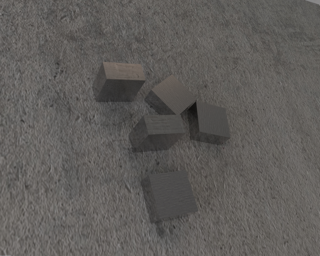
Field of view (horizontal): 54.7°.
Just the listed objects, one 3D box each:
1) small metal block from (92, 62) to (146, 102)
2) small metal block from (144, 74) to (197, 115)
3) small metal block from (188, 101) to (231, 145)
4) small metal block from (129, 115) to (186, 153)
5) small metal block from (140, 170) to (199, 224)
[{"bbox_3d":[-0.053,-0.057,0.394,0.050,0.050,0.025,-3,63,-30],"label":"small metal block"},{"bbox_3d":[0.015,-0.041,0.436,0.050,0.025,0.050,45,51,3],"label":"small metal block"},{"bbox_3d":[0.070,-0.006,0.445,0.050,0.025,0.050,12,57,-22],"label":"small metal block"},{"bbox_3d":[-0.004,0.007,0.381,0.050,0.050,0.025,-2,63,-29],"label":"small metal block"},{"bbox_3d":[0.010,0.080,0.361,0.050,0.025,0.050,-3,63,-29],"label":"small metal block"}]
